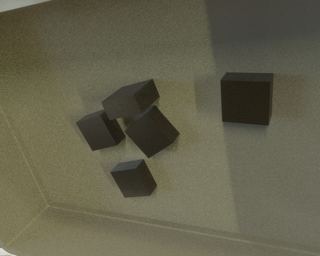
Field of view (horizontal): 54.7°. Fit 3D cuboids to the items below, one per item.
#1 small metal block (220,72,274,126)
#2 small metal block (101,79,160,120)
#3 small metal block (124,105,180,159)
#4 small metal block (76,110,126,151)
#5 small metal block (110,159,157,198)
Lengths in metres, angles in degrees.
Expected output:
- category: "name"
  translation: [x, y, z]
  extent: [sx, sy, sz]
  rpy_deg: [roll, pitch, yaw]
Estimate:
- category: "small metal block"
  translation: [0.095, -0.032, 0.338]
  extent: [0.050, 0.025, 0.050]
  rpy_deg: [6, 121, 25]
- category: "small metal block"
  translation: [-0.036, -0.036, 0.388]
  extent: [0.050, 0.050, 0.025]
  rpy_deg: [-10, 114, 32]
- category: "small metal block"
  translation: [-0.011, 0.006, 0.417]
  extent: [0.050, 0.025, 0.050]
  rpy_deg: [49, 128, -7]
- category: "small metal block"
  translation: [-0.087, 0.003, 0.454]
  extent: [0.050, 0.025, 0.050]
  rpy_deg: [-14, 111, 33]
- category: "small metal block"
  translation: [-0.040, 0.078, 0.477]
  extent: [0.050, 0.025, 0.050]
  rpy_deg: [-13, 112, 33]
